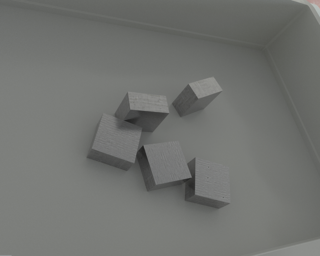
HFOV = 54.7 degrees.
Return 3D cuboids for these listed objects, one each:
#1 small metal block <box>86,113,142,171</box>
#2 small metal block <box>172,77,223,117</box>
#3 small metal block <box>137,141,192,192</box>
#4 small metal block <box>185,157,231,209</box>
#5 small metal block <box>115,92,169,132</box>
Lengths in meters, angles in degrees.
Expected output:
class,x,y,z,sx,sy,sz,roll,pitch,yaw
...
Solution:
class,x,y,z,sx,sy,sz,roll,pitch,yaw
small metal block,-0.053,0.017,0.367,0.050,0.025,0.050,21,54,-16
small metal block,0.053,-0.044,0.445,0.050,0.050,0.025,-21,73,-36
small metal block,0.004,0.046,0.380,0.050,0.025,0.050,-5,64,-31
small metal block,0.061,0.070,0.395,0.050,0.025,0.050,17,55,-18
small metal block,-0.024,-0.019,0.388,0.050,0.050,0.025,4,60,-27
